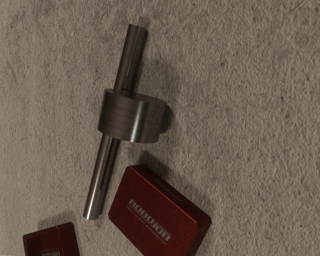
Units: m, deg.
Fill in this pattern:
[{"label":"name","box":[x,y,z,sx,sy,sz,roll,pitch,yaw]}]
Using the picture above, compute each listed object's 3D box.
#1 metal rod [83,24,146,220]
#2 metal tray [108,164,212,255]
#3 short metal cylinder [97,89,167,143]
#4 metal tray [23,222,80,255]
[{"label":"metal rod","box":[-0.070,0.000,0.460,0.025,0.025,0.298,25,106,37]},{"label":"metal tray","box":[-0.006,0.118,0.405,0.130,0.030,0.089,34,111,34]},{"label":"short metal cylinder","box":[-0.036,-0.017,0.397,0.080,0.081,0.050,22,104,37]},{"label":"metal tray","box":[-0.198,0.228,0.561,0.130,0.030,0.090,-25,74,37]}]
